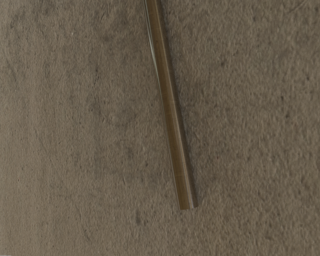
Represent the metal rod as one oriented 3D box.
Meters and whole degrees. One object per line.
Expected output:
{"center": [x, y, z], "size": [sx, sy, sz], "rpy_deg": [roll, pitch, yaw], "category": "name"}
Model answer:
{"center": [0.009, -0.049, 0.395], "size": [0.025, 0.025, 0.298], "rpy_deg": [-16, 80, 38], "category": "metal rod"}
